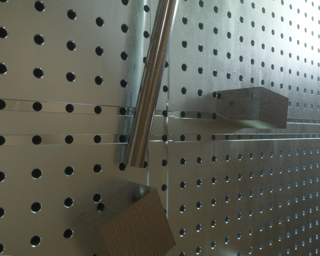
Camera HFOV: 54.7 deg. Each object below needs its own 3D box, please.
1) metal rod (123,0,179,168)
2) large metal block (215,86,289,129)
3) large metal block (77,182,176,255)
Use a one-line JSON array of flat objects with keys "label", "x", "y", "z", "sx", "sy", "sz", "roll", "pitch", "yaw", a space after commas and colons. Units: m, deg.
[{"label": "metal rod", "x": -0.002, "y": -0.099, "z": 0.390, "sx": 0.025, "sy": 0.025, "sz": 0.298, "roll": 14, "pitch": 86, "yaw": -40}, {"label": "large metal block", "x": 0.148, "y": -0.030, "z": 0.500, "sx": 0.081, "sy": 0.080, "sz": 0.050, "roll": 12, "pitch": 83, "yaw": -40}, {"label": "large metal block", "x": -0.037, "y": 0.122, "z": 0.364, "sx": 0.081, "sy": 0.050, "sz": 0.080, "roll": -29, "pitch": 109, "yaw": -36}]
